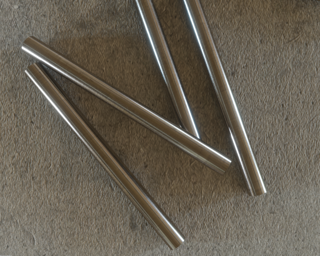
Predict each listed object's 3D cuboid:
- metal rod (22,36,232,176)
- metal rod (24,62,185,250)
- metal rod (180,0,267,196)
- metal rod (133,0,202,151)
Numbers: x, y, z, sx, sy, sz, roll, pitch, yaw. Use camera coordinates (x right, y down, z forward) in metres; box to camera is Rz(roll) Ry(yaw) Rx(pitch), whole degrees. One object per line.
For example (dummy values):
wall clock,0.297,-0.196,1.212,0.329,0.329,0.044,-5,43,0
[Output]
metal rod,-0.046,-0.031,0.394,0.301,0.025,0.025,32,90,6
metal rod,-0.072,0.037,0.409,0.025,0.025,0.300,-40,90,0
metal rod,0.080,-0.055,0.410,0.025,0.025,0.299,-19,90,0
metal rod,-0.002,-0.112,0.409,0.025,0.025,0.299,-19,90,0
